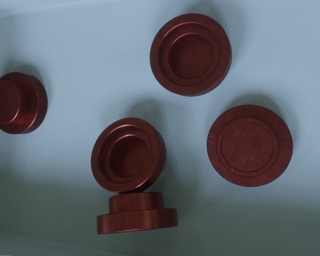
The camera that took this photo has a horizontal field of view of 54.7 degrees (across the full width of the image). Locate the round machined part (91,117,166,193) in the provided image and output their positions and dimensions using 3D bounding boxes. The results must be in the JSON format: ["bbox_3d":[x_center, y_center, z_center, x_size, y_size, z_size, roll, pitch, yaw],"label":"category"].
[{"bbox_3d":[-0.037,0.039,0.403,0.098,0.042,0.098,-9,65,21],"label":"round machined part"}]

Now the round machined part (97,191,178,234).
[{"bbox_3d":[-0.028,0.105,0.384,0.098,0.098,0.042,-13,70,19],"label":"round machined part"}]

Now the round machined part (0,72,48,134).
[{"bbox_3d":[-0.229,-0.039,0.483,0.098,0.042,0.097,0,90,20],"label":"round machined part"}]

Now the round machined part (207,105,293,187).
[{"bbox_3d":[0.104,0.021,0.365,0.098,0.042,0.097,0,90,20],"label":"round machined part"}]

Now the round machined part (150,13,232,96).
[{"bbox_3d":[0.040,-0.088,0.387,0.098,0.042,0.097,0,90,20],"label":"round machined part"}]
